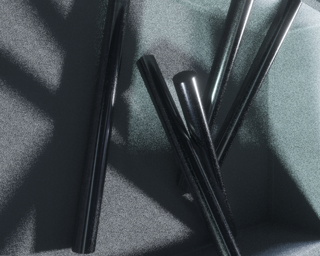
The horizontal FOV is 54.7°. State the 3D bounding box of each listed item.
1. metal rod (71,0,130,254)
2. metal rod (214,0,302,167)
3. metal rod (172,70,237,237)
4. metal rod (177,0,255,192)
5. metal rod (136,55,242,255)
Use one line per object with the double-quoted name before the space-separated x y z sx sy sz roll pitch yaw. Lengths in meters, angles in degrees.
"metal rod" -0.065 -0.014 0.353 0.025 0.025 0.298 12 82 -40
"metal rod" 0.119 -0.038 0.439 0.025 0.025 0.298 18 100 -39
"metal rod" 0.069 0.058 0.414 0.025 0.025 0.299 -46 133 -30
"metal rod" 0.071 -0.051 0.390 0.025 0.025 0.298 -4 117 -40
"metal rod" 0.038 0.048 0.363 0.025 0.025 0.299 -12 74 -40
